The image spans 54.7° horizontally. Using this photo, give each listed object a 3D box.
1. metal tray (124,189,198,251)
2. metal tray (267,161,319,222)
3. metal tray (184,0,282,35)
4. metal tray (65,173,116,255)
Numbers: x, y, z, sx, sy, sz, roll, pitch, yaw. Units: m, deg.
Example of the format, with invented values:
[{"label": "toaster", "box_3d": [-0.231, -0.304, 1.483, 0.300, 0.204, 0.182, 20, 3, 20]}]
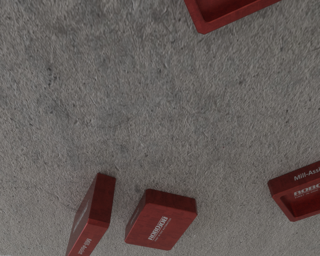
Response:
[{"label": "metal tray", "box_3d": [-0.001, 0.165, 0.544, 0.091, 0.030, 0.129, 15, 129, -13]}, {"label": "metal tray", "box_3d": [0.250, 0.095, 0.487, 0.130, 0.030, 0.090, -28, 125, 21]}, {"label": "metal tray", "box_3d": [0.078, -0.152, 0.274, 0.130, 0.030, 0.090, -21, 128, 16]}, {"label": "metal tray", "box_3d": [-0.110, 0.144, 0.485, 0.030, 0.090, 0.129, 20, 127, -16]}]
